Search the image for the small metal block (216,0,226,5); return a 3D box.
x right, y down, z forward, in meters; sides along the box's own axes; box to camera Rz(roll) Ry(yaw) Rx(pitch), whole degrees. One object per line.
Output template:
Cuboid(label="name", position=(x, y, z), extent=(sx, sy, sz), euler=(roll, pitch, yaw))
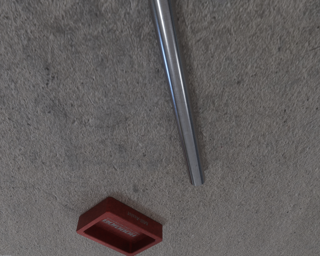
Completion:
Cuboid(label="small metal block", position=(0.051, -0.150, 0.280), extent=(0.050, 0.025, 0.050), euler=(24, 126, -20))

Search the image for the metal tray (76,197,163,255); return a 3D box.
Cuboid(label="metal tray", position=(-0.070, 0.182, 0.557), extent=(0.090, 0.030, 0.130), euler=(-37, 122, 27))

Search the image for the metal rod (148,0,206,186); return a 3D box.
Cuboid(label="metal rod", position=(0.027, -0.032, 0.380), extent=(0.025, 0.025, 0.298), euler=(-9, 130, 7))
